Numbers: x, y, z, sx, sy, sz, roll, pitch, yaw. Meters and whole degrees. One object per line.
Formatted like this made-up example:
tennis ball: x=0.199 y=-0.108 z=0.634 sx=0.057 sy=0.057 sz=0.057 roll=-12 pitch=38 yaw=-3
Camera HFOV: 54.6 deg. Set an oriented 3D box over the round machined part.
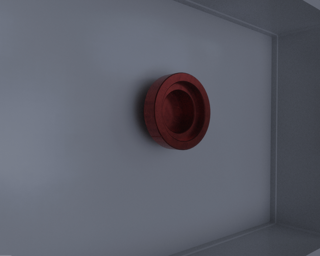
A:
round machined part: x=0.018 y=-0.021 z=0.405 sx=0.099 sy=0.042 sz=0.097 roll=0 pitch=90 yaw=-40
